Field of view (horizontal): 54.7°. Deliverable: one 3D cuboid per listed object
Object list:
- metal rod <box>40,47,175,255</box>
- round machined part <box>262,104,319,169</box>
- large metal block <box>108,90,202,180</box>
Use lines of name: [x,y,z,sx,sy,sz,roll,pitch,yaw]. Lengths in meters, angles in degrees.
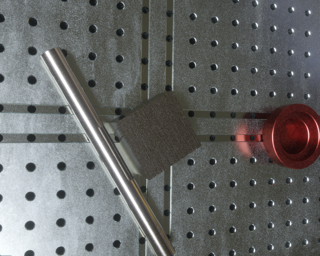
metal rod: [-0.060,0.040,0.390,0.025,0.025,0.299,-31,100,-17]
round machined part: [0.199,0.012,0.477,0.099,0.042,0.097,0,90,-20]
large metal block: [-0.007,0.008,0.397,0.080,0.050,0.080,-32,101,-17]
